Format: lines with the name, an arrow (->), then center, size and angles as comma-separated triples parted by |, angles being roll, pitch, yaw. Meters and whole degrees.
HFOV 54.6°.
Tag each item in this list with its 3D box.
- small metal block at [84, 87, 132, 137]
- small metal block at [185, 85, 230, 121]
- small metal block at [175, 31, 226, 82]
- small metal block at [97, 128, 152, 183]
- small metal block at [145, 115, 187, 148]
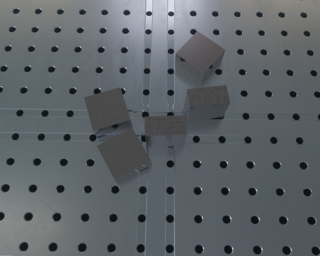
small metal block -> -0.070, -0.021, 0.419 | 0.050, 0.025, 0.050 | -17, 71, -6
small metal block -> 0.061, -0.032, 0.410 | 0.050, 0.050, 0.025 | -6, 70, -2
small metal block -> 0.058, -0.104, 0.450 | 0.050, 0.025, 0.050 | 39, 74, 13
small metal block -> -0.045, 0.036, 0.399 | 0.050, 0.025, 0.050 | -28, 73, -10
small metal block -> 0.007, 0.005, 0.397 | 0.050, 0.050, 0.025 | -2, 70, -1
